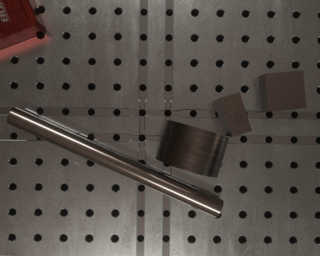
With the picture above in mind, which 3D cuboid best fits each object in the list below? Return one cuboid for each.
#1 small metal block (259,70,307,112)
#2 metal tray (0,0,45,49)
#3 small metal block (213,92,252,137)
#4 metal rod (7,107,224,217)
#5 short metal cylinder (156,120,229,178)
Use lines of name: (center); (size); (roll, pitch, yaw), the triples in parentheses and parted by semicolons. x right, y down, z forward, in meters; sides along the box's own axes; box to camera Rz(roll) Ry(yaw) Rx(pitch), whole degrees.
small metal block: (0.164, -0.048, 0.416); (0.050, 0.025, 0.050); (-5, 90, -1)
metal tray: (-0.221, -0.175, 0.407); (0.090, 0.030, 0.129); (-22, 90, -1)
small metal block: (0.093, -0.017, 0.402); (0.025, 0.050, 0.050); (-17, 90, 0)
metal rod: (-0.058, 0.046, 0.412); (0.301, 0.025, 0.025); (24, 90, -1)
short metal cylinder: (0.040, 0.025, 0.387); (0.080, 0.080, 0.050); (17, 90, -1)
